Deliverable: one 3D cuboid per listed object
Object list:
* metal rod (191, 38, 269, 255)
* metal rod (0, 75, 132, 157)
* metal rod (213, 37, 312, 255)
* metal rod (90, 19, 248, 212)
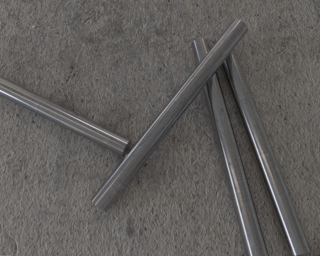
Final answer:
[{"bbox_3d":[0.085,0.014,0.403,0.025,0.025,0.299,-10,70,-4],"label":"metal rod"},{"bbox_3d":[-0.177,-0.038,0.420,0.301,0.025,0.025,25,72,9],"label":"metal rod"},{"bbox_3d":[0.126,0.007,0.406,0.025,0.025,0.299,-13,71,-5],"label":"metal rod"},{"bbox_3d":[0.018,-0.023,0.398,0.025,0.025,0.300,36,80,12],"label":"metal rod"}]
